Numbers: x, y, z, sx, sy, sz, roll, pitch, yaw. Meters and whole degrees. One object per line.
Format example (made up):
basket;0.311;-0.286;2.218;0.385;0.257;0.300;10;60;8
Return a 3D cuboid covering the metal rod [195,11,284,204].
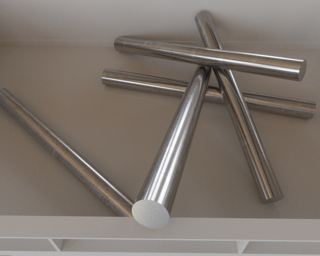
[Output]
metal rod;0.096;-0.048;0.414;0.025;0.025;0.299;-9;60;-7

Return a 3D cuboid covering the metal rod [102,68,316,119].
metal rod;0.063;-0.051;0.448;0.301;0.025;0.025;10;51;8

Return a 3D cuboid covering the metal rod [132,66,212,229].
metal rod;0.029;-0.015;0.328;0.025;0.025;0.301;11;30;9

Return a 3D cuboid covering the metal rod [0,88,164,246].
metal rod;-0.116;0.031;0.377;0.300;0.025;0.025;35;58;25

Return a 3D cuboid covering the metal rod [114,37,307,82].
metal rod;0.046;-0.103;0.437;0.300;0.025;0.025;19;51;36
